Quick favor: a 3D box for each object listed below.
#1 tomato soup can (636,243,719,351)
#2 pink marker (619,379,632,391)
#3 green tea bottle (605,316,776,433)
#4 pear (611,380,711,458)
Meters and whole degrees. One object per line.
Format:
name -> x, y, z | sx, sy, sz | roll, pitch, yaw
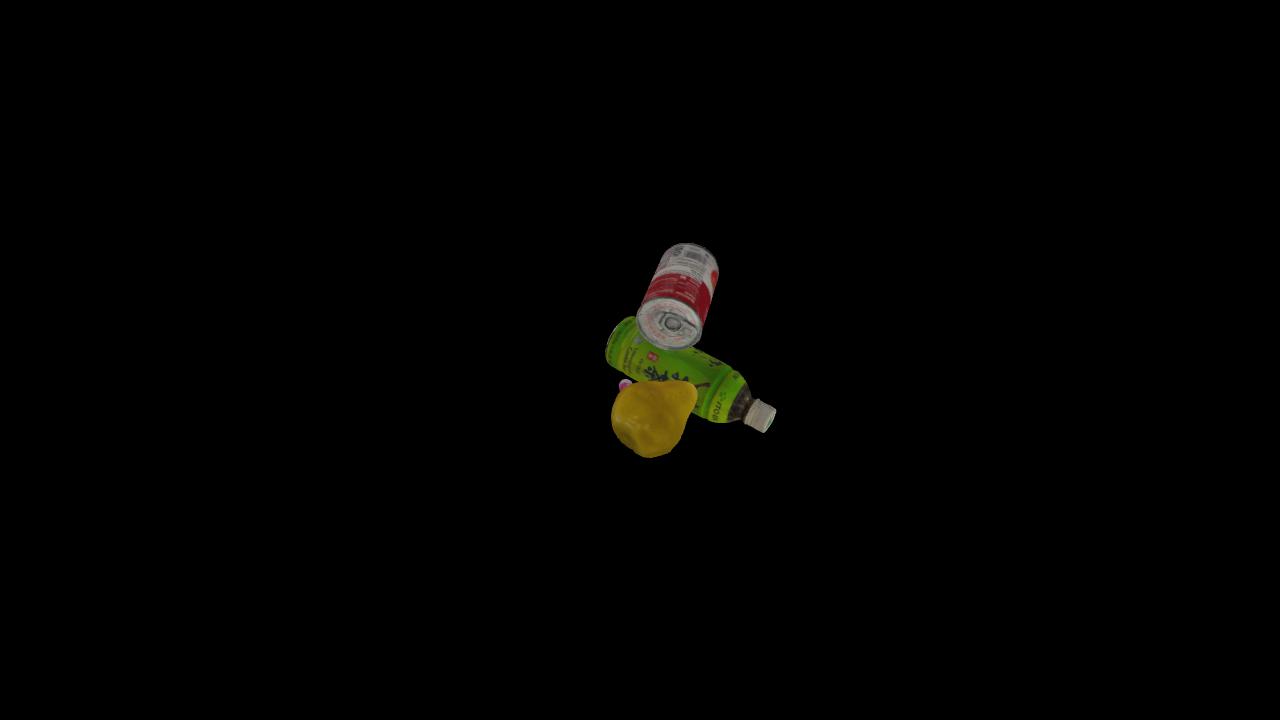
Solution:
tomato soup can -> 0.041, -0.067, 0.636 | 0.068, 0.068, 0.101 | 0, 42, 20
pink marker -> -0.015, 0.050, 0.764 | 0.020, 0.020, 0.121 | 0, 16, -4
green tea bottle -> 0.060, 0.021, 0.726 | 0.212, 0.073, 0.073 | 28, 11, 21
pear -> 0.024, 0.046, 0.641 | 0.111, 0.080, 0.080 | -43, 22, -25
